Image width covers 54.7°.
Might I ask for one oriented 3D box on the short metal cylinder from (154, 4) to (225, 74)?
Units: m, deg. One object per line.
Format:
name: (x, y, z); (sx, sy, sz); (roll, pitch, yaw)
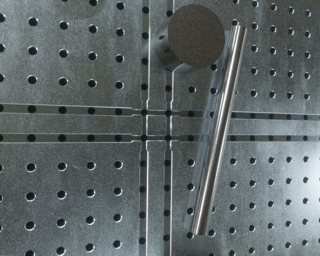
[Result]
short metal cylinder: (0.039, -0.116, 0.413); (0.081, 0.050, 0.080); (0, 90, -20)

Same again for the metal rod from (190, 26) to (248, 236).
metal rod: (0.085, 0.001, 0.443); (0.025, 0.025, 0.298); (14, 85, -20)
